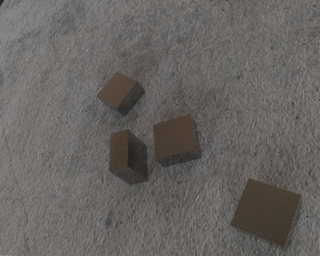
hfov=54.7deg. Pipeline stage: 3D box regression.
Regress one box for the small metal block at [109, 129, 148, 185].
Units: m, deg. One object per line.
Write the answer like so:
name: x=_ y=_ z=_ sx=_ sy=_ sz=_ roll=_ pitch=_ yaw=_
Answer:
small metal block: x=-0.038 y=0.037 z=0.385 sx=0.025 sy=0.050 sz=0.050 roll=-16 pitch=55 yaw=19

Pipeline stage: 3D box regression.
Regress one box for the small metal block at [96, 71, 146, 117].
small metal block: x=-0.059 y=-0.052 z=0.467 sx=0.050 sy=0.025 sz=0.050 roll=30 pitch=78 yaw=37

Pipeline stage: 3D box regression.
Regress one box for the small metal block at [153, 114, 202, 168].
small metal block: x=0.021 y=0.016 z=0.383 sx=0.050 sy=0.025 sz=0.050 roll=-17 pitch=55 yaw=18

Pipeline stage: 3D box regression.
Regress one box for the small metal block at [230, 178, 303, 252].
small metal block: x=0.103 y=0.083 z=0.299 sx=0.050 sy=0.025 sz=0.050 roll=15 pitch=69 yaw=34
